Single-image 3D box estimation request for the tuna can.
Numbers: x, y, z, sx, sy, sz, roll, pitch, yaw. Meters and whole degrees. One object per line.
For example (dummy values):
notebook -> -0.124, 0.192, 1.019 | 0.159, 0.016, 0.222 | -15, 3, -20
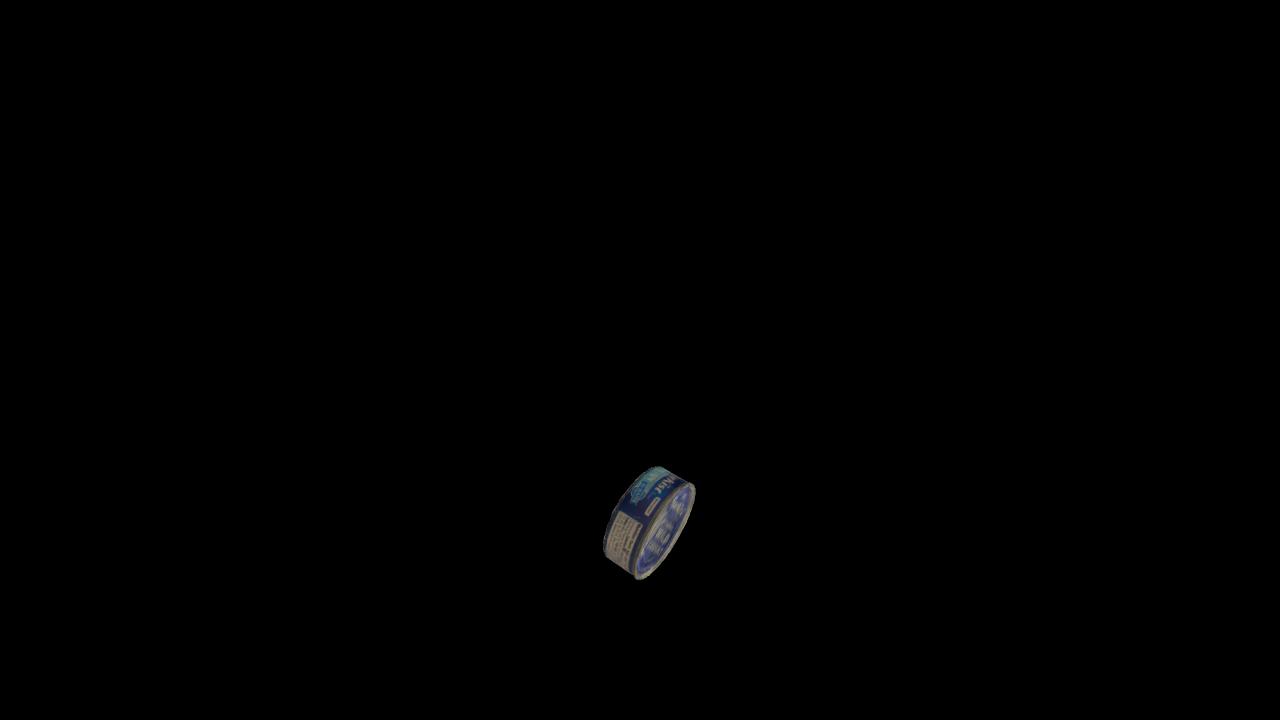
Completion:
tuna can -> 0.008, 0.126, 0.482 | 0.034, 0.084, 0.084 | 27, 12, 25
